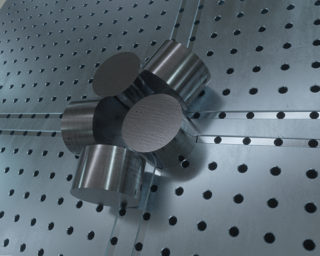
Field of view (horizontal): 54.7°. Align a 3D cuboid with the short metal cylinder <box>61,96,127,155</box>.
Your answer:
[{"bbox_3d":[-0.086,-0.001,0.420,0.050,0.080,0.080,-2,61,27],"label":"short metal cylinder"}]

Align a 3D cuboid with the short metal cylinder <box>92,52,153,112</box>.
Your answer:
[{"bbox_3d":[-0.052,-0.065,0.459,0.080,0.050,0.080,-14,56,22],"label":"short metal cylinder"}]

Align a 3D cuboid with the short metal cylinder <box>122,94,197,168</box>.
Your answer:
[{"bbox_3d":[0.000,0.004,0.390,0.080,0.050,0.080,-13,57,21],"label":"short metal cylinder"}]

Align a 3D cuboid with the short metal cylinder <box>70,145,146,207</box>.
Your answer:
[{"bbox_3d":[-0.060,0.059,0.367,0.080,0.080,0.050,-6,60,25],"label":"short metal cylinder"}]

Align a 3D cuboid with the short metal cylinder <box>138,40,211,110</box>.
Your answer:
[{"bbox_3d":[0.019,-0.068,0.405,0.080,0.080,0.050,32,79,38],"label":"short metal cylinder"}]
